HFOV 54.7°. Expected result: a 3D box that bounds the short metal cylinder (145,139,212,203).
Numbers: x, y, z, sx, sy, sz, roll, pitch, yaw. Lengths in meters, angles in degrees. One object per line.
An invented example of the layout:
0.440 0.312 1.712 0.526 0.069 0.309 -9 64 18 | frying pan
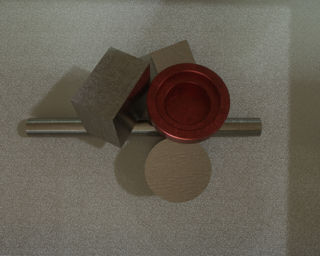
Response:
0.022 0.050 0.397 0.081 0.050 0.079 0 90 -1 | short metal cylinder

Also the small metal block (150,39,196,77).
0.020 -0.082 0.411 0.050 0.025 0.050 -21 90 -1 | small metal block

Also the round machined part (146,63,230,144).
0.033 -0.027 0.383 0.099 0.042 0.098 0 72 0 | round machined part

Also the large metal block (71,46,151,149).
-0.052 -0.033 0.367 0.050 0.080 0.080 25 67 11 | large metal block

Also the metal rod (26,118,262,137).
-0.020 -0.001 0.408 0.302 0.025 0.025 0 90 -1 | metal rod
